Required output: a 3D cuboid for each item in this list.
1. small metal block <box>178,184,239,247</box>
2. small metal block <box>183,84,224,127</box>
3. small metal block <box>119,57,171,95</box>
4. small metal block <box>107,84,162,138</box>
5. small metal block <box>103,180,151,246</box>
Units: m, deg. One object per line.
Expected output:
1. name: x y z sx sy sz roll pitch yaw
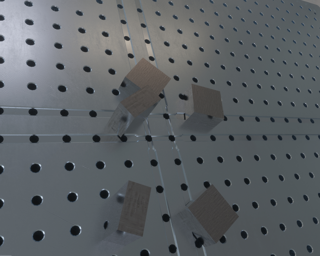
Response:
1. small metal block: 0.059 0.105 0.375 0.050 0.025 0.050 -33 80 -38
2. small metal block: 0.065 -0.034 0.463 0.050 0.025 0.050 12 57 -22
3. small metal block: -0.020 -0.063 0.435 0.050 0.025 0.050 37 51 -4
4. small metal block: -0.032 -0.021 0.387 0.025 0.050 0.050 47 51 5
5. small metal block: -0.034 0.089 0.319 0.025 0.050 0.050 21 54 -16
